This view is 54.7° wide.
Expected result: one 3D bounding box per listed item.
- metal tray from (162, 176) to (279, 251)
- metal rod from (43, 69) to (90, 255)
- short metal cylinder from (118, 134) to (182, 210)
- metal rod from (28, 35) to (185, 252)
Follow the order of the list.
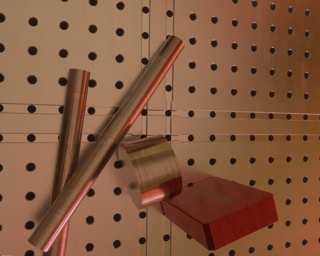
[{"bbox_3d":[0.066,0.097,0.381,0.091,0.130,0.030,-16,96,-19],"label":"metal tray"},{"bbox_3d":[-0.116,0.079,0.369,0.025,0.025,0.298,8,87,-20],"label":"metal rod"},{"bbox_3d":[-0.014,0.052,0.378,0.050,0.080,0.080,-16,96,-19],"label":"short metal cylinder"},{"bbox_3d":[-0.054,0.005,0.376,0.025,0.025,0.300,37,72,-16],"label":"metal rod"}]
